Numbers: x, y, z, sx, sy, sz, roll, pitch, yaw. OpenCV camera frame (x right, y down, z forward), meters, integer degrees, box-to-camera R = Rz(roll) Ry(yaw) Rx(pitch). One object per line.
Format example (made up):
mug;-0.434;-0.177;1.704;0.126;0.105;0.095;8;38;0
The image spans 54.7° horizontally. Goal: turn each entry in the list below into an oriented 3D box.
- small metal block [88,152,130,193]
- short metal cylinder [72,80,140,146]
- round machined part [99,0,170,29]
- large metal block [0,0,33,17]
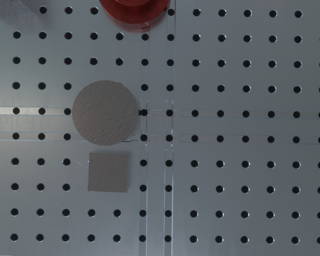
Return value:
small metal block;-0.067;0.058;0.413;0.050;0.025;0.050;2;90;0
short metal cylinder;-0.066;-0.018;0.400;0.081;0.050;0.079;0;90;0
round machined part;-0.034;-0.185;0.404;0.099;0.042;0.097;0;90;0
large metal block;-0.204;-0.194;0.384;0.050;0.080;0.080;-8;90;0
